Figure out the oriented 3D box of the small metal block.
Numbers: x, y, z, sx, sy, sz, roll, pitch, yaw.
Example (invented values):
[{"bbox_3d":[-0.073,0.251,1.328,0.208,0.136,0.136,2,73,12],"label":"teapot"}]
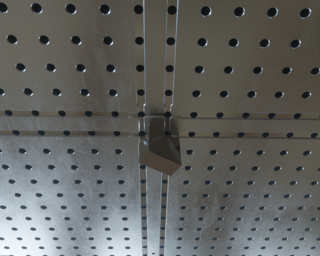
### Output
[{"bbox_3d":[0.000,0.031,0.422,0.050,0.050,0.025,26,125,-21],"label":"small metal block"}]
